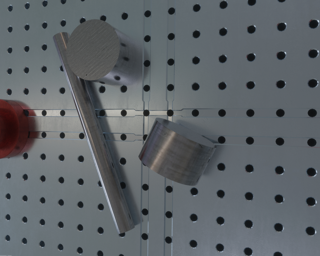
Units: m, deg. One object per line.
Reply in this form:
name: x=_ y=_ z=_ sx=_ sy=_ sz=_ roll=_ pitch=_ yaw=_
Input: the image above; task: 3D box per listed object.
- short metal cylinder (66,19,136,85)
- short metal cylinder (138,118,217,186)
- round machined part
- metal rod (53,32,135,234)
short metal cylinder: x=-0.080 y=-0.102 z=0.428 sx=0.080 sy=0.050 sz=0.080 roll=0 pitch=90 yaw=19
short metal cylinder: x=0.021 y=0.027 z=0.376 sx=0.080 sy=0.080 sz=0.050 roll=28 pitch=99 yaw=18
round machined part: x=-0.266 y=0.002 z=0.497 sx=0.098 sy=0.042 sz=0.097 roll=0 pitch=90 yaw=20
metal rod: x=-0.097 y=0.002 z=0.446 sx=0.025 sy=0.025 sz=0.299 roll=-22 pitch=83 yaw=18
